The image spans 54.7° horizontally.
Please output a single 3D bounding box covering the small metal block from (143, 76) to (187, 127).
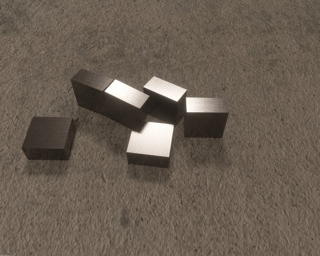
[{"bbox_3d":[0.007,-0.035,0.417,0.050,0.050,0.025,25,55,19],"label":"small metal block"}]

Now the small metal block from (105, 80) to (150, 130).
[{"bbox_3d":[-0.044,-0.028,0.406,0.050,0.050,0.025,27,54,10],"label":"small metal block"}]

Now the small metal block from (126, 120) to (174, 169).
[{"bbox_3d":[-0.011,0.020,0.386,0.050,0.025,0.050,6,50,5],"label":"small metal block"}]

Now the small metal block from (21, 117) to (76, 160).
[{"bbox_3d":[-0.138,0.013,0.391,0.050,0.025,0.050,1,50,0],"label":"small metal block"}]

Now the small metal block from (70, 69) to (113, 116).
[{"bbox_3d":[-0.090,-0.048,0.426,0.050,0.050,0.025,21,53,17],"label":"small metal block"}]

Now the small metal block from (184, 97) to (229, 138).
[{"bbox_3d":[0.057,-0.012,0.398,0.050,0.050,0.025,1,50,0],"label":"small metal block"}]
